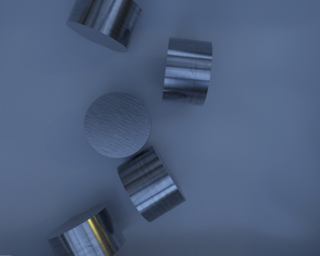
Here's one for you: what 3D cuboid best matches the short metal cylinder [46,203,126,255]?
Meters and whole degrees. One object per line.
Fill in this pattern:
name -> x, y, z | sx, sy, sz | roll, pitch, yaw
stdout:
short metal cylinder -> -0.090, 0.136, 0.383 | 0.080, 0.080, 0.050 | -27, 90, 0

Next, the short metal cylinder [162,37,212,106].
short metal cylinder -> 0.032, -0.069, 0.384 | 0.050, 0.080, 0.079 | 6, 90, 0

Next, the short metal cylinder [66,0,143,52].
short metal cylinder -> -0.067, -0.134, 0.383 | 0.080, 0.080, 0.050 | 22, 90, -1

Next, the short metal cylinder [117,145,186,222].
short metal cylinder -> -0.010, 0.068, 0.384 | 0.050, 0.080, 0.080 | -32, 90, 0

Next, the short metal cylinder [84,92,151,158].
short metal cylinder -> -0.052, -0.004, 0.398 | 0.081, 0.050, 0.079 | 0, 90, -1
